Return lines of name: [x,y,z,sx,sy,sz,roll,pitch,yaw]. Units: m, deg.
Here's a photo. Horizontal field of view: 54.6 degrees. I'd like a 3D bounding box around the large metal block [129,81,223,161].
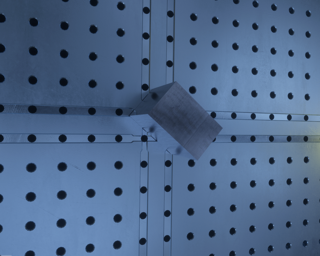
large metal block: [0.017,-0.008,0.389,0.080,0.080,0.050,43,77,-15]
